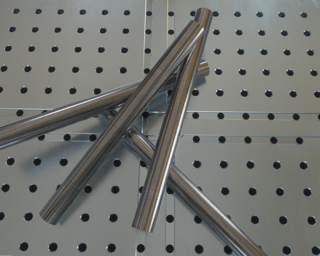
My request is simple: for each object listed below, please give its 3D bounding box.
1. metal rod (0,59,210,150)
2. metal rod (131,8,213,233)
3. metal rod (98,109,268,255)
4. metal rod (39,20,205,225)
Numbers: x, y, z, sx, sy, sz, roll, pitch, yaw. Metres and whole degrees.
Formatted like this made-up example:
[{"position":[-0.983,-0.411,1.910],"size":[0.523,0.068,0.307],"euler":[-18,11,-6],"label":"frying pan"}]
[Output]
[{"position":[-0.069,-0.033,0.396],"size":[0.302,0.025,0.025],"euler":[-22,71,-19],"label":"metal rod"},{"position":[0.021,-0.023,0.390],"size":[0.025,0.025,0.299],"euler":[15,72,5],"label":"metal rod"},{"position":[0.020,0.065,0.388],"size":[0.025,0.025,0.300],"euler":[-43,76,-14],"label":"metal rod"},{"position":[-0.044,-0.010,0.384],"size":[0.025,0.025,0.300],"euler":[36,85,12],"label":"metal rod"}]
